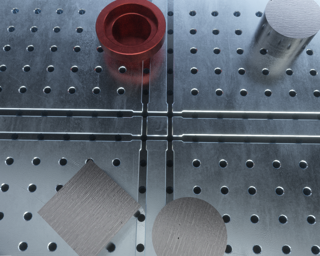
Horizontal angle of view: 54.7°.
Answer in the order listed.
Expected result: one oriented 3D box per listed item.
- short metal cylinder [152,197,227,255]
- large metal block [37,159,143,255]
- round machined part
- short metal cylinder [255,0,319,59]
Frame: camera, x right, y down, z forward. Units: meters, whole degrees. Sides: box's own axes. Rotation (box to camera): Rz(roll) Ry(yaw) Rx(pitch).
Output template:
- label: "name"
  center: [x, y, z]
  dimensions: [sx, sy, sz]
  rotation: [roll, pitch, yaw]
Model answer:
- label: "short metal cylinder"
  center: [0.032, 0.122, 0.354]
  dimensions: [0.081, 0.050, 0.080]
  rotation: [0, 70, 0]
- label: "large metal block"
  center: [-0.077, 0.097, 0.362]
  dimensions: [0.080, 0.050, 0.080]
  rotation: [40, 75, 13]
- label: "round machined part"
  center: [-0.041, -0.138, 0.453]
  dimensions: [0.099, 0.042, 0.098]
  rotation: [0, 70, 0]
- label: "short metal cylinder"
  center: [0.187, -0.150, 0.454]
  dimensions: [0.081, 0.050, 0.080]
  rotation: [0, 70, 0]
